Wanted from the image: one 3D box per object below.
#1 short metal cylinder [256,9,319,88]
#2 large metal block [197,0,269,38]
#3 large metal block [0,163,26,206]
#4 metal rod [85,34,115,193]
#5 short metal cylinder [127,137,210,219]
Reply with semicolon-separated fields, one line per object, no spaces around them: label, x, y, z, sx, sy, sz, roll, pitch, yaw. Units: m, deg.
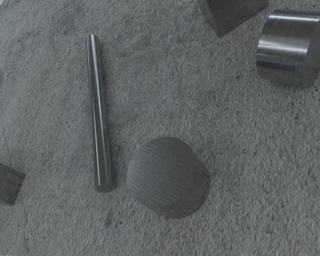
short metal cylinder;0.150;-0.089;0.345;0.050;0.080;0.080;21;73;36
large metal block;0.097;-0.190;0.434;0.080;0.080;0.050;-32;52;7
large metal block;-0.268;0.078;0.461;0.080;0.080;0.050;-3;61;27
metal rod;-0.097;-0.042;0.480;0.025;0.025;0.299;-23;53;14
short metal cylinder;0.010;0.056;0.348;0.080;0.050;0.080;-13;56;21
